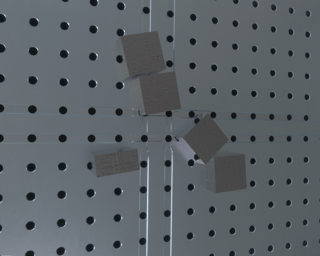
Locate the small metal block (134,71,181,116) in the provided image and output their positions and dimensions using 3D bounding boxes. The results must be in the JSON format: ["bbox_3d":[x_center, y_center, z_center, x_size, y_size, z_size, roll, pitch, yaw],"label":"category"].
[{"bbox_3d":[-0.004,-0.045,0.411,0.050,0.025,0.050,-11,94,-20],"label":"small metal block"}]

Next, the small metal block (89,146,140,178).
[{"bbox_3d":[-0.057,0.040,0.378,0.050,0.050,0.025,-8,93,-20],"label":"small metal block"}]

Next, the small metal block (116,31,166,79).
[{"bbox_3d":[-0.025,-0.095,0.403,0.050,0.025,0.050,-14,95,-20],"label":"small metal block"}]

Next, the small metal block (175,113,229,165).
[{"bbox_3d":[0.059,0.015,0.434,0.050,0.025,0.050,-44,104,-15],"label":"small metal block"}]

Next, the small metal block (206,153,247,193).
[{"bbox_3d":[0.095,0.064,0.447,0.050,0.025,0.050,-4,91,-20],"label":"small metal block"}]
